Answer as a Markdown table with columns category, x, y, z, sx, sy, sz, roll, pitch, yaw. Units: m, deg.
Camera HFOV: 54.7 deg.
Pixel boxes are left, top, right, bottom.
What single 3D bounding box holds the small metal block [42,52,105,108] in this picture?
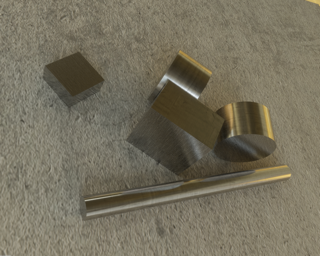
| category | x | y | z | sx | sy | sz | roll | pitch | yaw |
| --- | --- | --- | --- | --- | --- | --- | --- | --- | --- |
| small metal block | -0.107 | -0.060 | 0.383 | 0.050 | 0.025 | 0.050 | 48 | 51 | 5 |

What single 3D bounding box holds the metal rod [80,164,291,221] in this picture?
| category | x | y | z | sx | sy | sz | roll | pitch | yaw |
| --- | --- | --- | --- | --- | --- | --- | --- | --- | --- |
| metal rod | 0.054 | 0.074 | 0.387 | 0.303 | 0.025 | 0.025 | -3 | 63 | -30 |

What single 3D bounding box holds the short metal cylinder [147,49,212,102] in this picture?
| category | x | y | z | sx | sy | sz | roll | pitch | yaw |
| --- | --- | --- | --- | --- | --- | --- | --- | --- | --- |
| short metal cylinder | 0.025 | -0.058 | 0.418 | 0.050 | 0.080 | 0.080 | 33 | 51 | -7 |

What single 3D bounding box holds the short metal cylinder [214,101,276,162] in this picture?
| category | x | y | z | sx | sy | sz | roll | pitch | yaw |
| --- | --- | --- | --- | --- | --- | --- | --- | --- | --- |
| short metal cylinder | 0.113 | 0.007 | 0.425 | 0.081 | 0.080 | 0.050 | 15 | 56 | -20 |

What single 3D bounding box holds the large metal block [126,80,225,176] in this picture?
| category | x | y | z | sx | sy | sz | roll | pitch | yaw |
| --- | --- | --- | --- | --- | --- | --- | --- | --- | --- |
| large metal block | 0.017 | 0.003 | 0.376 | 0.080 | 0.080 | 0.050 | 35 | 51 | -6 |
